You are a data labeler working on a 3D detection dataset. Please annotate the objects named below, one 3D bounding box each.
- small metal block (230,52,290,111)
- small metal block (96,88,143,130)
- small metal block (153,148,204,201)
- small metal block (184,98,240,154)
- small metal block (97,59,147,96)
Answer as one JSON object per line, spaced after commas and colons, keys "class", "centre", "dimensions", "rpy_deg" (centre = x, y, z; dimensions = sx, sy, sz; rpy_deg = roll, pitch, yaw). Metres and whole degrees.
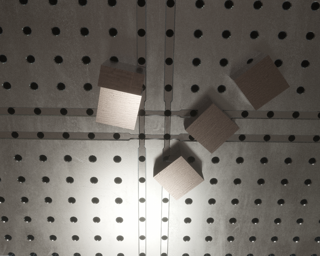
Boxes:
{"class": "small metal block", "centre": [0.126, -0.059, 0.394], "dimensions": [0.050, 0.025, 0.050], "rpy_deg": [-37, 106, 12]}
{"class": "small metal block", "centre": [-0.052, -0.030, 0.397], "dimensions": [0.050, 0.025, 0.050], "rpy_deg": [12, 120, -5]}
{"class": "small metal block", "centre": [0.026, 0.066, 0.438], "dimensions": [0.050, 0.025, 0.050], "rpy_deg": [-39, 106, 13]}
{"class": "small metal block", "centre": [0.068, -0.003, 0.414], "dimensions": [0.050, 0.025, 0.050], "rpy_deg": [41, 105, -14]}
{"class": "small metal block", "centre": [-0.045, -0.063, 0.376], "dimensions": [0.050, 0.050, 0.025], "rpy_deg": [12, 109, -5]}
